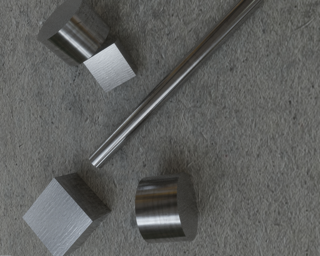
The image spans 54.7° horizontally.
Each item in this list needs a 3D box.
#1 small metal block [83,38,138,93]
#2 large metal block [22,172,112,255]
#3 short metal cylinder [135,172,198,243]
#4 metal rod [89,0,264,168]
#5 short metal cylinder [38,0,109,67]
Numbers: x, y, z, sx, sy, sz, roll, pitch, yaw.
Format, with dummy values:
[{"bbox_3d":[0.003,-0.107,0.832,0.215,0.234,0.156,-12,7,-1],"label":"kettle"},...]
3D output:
[{"bbox_3d":[-0.065,-0.084,0.419,0.050,0.025,0.050,-27,115,18],"label":"small metal block"},{"bbox_3d":[-0.132,0.123,0.441,0.080,0.050,0.080,44,103,14],"label":"large metal block"},{"bbox_3d":[0.010,0.096,0.375,0.050,0.080,0.080,-11,86,19],"label":"short metal cylinder"},{"bbox_3d":[0.012,-0.055,0.403,0.299,0.025,0.025,-45,77,14],"label":"metal rod"},{"bbox_3d":[-0.115,-0.130,0.415,0.080,0.050,0.080,-23,46,26],"label":"short metal cylinder"}]
